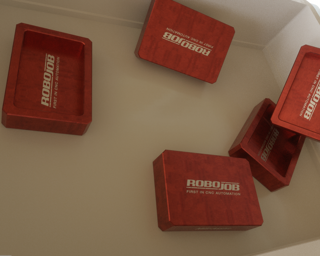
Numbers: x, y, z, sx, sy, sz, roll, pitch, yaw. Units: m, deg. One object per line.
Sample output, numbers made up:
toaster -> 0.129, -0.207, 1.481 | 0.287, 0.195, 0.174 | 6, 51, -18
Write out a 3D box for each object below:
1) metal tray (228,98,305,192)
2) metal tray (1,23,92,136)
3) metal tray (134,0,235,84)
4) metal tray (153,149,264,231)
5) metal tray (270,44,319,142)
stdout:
metal tray -> 0.170, 0.022, 0.480 | 0.090, 0.030, 0.131 | 41, 51, 0
metal tray -> -0.129, -0.059, 0.368 | 0.091, 0.030, 0.130 | 7, 58, -24
metal tray -> 0.038, -0.129, 0.465 | 0.131, 0.089, 0.030 | 16, 10, -19
metal tray -> 0.059, 0.079, 0.386 | 0.131, 0.030, 0.090 | 8, 58, -24
metal tray -> 0.236, -0.051, 0.471 | 0.090, 0.129, 0.030 | 23, 3, 19
